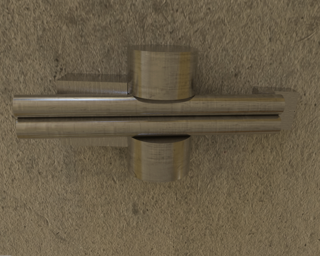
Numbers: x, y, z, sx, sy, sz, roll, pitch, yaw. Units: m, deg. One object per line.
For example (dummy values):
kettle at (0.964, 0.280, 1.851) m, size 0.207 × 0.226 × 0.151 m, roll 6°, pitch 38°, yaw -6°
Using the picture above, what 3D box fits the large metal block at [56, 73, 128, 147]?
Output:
large metal block at (-0.079, -0.024, 0.388) m, size 0.081 × 0.050 × 0.079 m, roll 2°, pitch 110°, yaw -1°

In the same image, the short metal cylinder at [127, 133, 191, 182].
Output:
short metal cylinder at (-0.001, 0.027, 0.391) m, size 0.081 × 0.080 × 0.050 m, roll 1°, pitch 110°, yaw -1°

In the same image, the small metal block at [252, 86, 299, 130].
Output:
small metal block at (0.146, -0.026, 0.403) m, size 0.050 × 0.025 × 0.050 m, roll 3°, pitch 110°, yaw -1°

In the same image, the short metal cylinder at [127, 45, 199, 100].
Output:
short metal cylinder at (0.003, -0.067, 0.357) m, size 0.081 × 0.080 × 0.050 m, roll 1°, pitch 110°, yaw -1°

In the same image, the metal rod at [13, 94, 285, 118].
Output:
metal rod at (-0.004, -0.026, 0.354) m, size 0.302 × 0.025 × 0.025 m, roll -1°, pitch 110°, yaw -8°

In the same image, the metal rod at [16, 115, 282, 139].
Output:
metal rod at (-0.005, -0.003, 0.362) m, size 0.302 × 0.025 × 0.025 m, roll -1°, pitch 110°, yaw -8°
